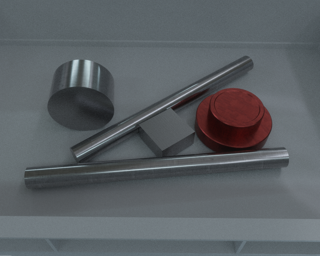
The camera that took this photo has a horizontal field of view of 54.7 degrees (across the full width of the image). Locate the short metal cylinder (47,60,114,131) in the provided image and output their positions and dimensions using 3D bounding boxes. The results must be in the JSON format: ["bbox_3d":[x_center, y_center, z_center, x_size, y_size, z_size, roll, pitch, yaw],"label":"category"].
[{"bbox_3d":[-0.100,-0.041,0.401,0.081,0.080,0.050,-4,50,-4],"label":"short metal cylinder"}]

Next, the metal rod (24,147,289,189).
[{"bbox_3d":[0.000,0.046,0.364,0.302,0.025,0.025,-4,50,-4],"label":"metal rod"}]

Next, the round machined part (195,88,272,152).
[{"bbox_3d":[0.097,-0.015,0.404,0.099,0.042,0.098,0,50,0],"label":"round machined part"}]

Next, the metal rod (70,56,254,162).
[{"bbox_3d":[0.018,-0.034,0.432,0.302,0.025,0.025,-30,56,-23],"label":"metal rod"}]

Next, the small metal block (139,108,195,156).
[{"bbox_3d":[0.008,0.008,0.396,0.050,0.025,0.050,-29,56,-22],"label":"small metal block"}]
